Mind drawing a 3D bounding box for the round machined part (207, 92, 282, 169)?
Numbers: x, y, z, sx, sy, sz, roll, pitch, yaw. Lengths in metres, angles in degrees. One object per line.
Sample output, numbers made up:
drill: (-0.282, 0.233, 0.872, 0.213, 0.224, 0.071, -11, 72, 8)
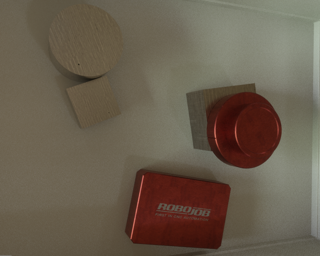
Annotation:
round machined part: (0.113, 0.003, 0.391, 0.099, 0.042, 0.097, 0, 90, -21)

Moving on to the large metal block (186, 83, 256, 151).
large metal block: (0.089, -0.016, 0.431, 0.081, 0.050, 0.079, -9, 93, -20)

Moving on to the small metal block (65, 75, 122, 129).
small metal block: (-0.082, -0.031, 0.381, 0.050, 0.025, 0.050, -23, 98, -19)

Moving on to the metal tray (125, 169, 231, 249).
metal tray: (0.026, 0.110, 0.419, 0.131, 0.030, 0.090, 12, 86, -20)

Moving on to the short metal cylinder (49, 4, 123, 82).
short metal cylinder: (-0.089, -0.097, 0.365, 0.081, 0.050, 0.079, 0, 90, -21)
